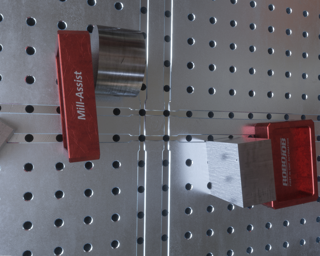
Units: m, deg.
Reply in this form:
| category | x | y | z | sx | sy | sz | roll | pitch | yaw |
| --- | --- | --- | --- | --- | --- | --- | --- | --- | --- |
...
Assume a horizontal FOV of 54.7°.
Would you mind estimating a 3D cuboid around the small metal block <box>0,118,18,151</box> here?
| category | x | y | z | sx | sy | sz | roll | pitch | yaw |
| --- | --- | --- | --- | --- | --- | --- | --- | --- | --- |
| small metal block | -0.182 | 0.015 | 0.332 | 0.025 | 0.050 | 0.050 | 36 | 78 | -17 |

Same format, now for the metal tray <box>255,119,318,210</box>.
| category | x | y | z | sx | sy | sz | roll | pitch | yaw |
| --- | --- | --- | --- | --- | --- | --- | --- | --- | --- |
| metal tray | 0.199 | 0.054 | 0.485 | 0.091 | 0.030 | 0.129 | -5 | 92 | -20 |

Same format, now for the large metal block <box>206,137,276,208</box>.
| category | x | y | z | sx | sy | sz | roll | pitch | yaw |
| --- | --- | --- | --- | --- | --- | --- | --- | --- | --- |
| large metal block | 0.108 | 0.056 | 0.425 | 0.050 | 0.080 | 0.079 | -7 | 93 | -20 |

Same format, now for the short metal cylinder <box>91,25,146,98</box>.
| category | x | y | z | sx | sy | sz | roll | pitch | yaw |
| --- | --- | --- | --- | --- | --- | --- | --- | --- | --- |
| short metal cylinder | -0.053 | -0.077 | 0.364 | 0.050 | 0.080 | 0.079 | 1 | 90 | -20 |

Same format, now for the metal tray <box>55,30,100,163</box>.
| category | x | y | z | sx | sy | sz | roll | pitch | yaw |
| --- | --- | --- | --- | --- | --- | --- | --- | --- | --- |
| metal tray | -0.094 | -0.032 | 0.343 | 0.030 | 0.090 | 0.129 | -5 | 92 | -20 |
